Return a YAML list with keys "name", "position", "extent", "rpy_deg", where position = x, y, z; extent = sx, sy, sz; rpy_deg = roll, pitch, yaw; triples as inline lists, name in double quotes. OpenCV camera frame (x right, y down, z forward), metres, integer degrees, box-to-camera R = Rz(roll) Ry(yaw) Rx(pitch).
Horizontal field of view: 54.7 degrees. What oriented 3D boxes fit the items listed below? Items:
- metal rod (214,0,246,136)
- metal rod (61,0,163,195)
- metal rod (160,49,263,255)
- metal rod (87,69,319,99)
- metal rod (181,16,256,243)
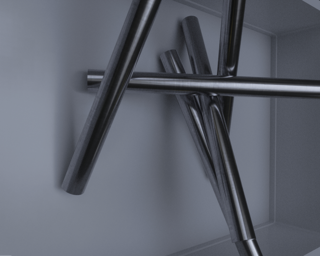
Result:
- name: "metal rod"
  position: [0.085, -0.052, 0.403]
  extent: [0.025, 0.025, 0.298]
  rpy_deg: [-29, 132, -36]
- name: "metal rod"
  position: [-0.033, -0.068, 0.296]
  extent: [0.025, 0.025, 0.298]
  rpy_deg: [13, 108, -40]
- name: "metal rod"
  position: [0.064, 0.037, 0.387]
  extent: [0.025, 0.025, 0.299]
  rpy_deg: [-11, 74, -40]
- name: "metal rod"
  position: [0.069, -0.051, 0.370]
  extent: [0.302, 0.025, 0.025]
  rpy_deg: [1, 90, -10]
- name: "metal rod"
  position: [0.065, -0.018, 0.382]
  extent: [0.025, 0.025, 0.299]
  rpy_deg: [13, 57, -39]
